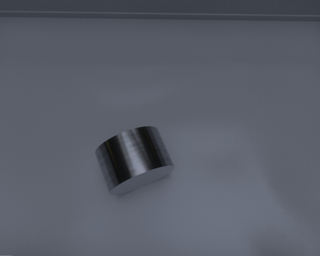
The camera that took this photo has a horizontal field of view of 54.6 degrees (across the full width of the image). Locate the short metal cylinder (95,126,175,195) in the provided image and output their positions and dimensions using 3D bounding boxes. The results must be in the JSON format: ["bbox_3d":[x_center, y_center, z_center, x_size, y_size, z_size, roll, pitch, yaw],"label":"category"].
[{"bbox_3d":[-0.030,0.039,0.366,0.080,0.080,0.050,-21,72,-8],"label":"short metal cylinder"}]
